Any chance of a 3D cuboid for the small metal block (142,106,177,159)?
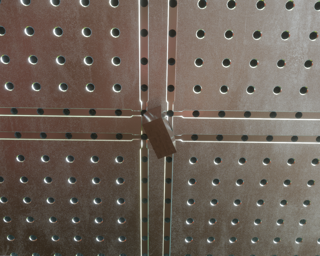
[{"bbox_3d":[0.000,0.004,0.401,0.025,0.050,0.050,-21,109,7],"label":"small metal block"}]
